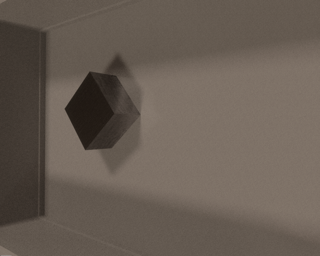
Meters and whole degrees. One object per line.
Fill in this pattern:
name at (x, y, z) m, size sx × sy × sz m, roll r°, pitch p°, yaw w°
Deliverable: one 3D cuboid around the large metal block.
large metal block at (-0.087, -0.024, 0.460) m, size 0.080 × 0.050 × 0.080 m, roll -47°, pitch 62°, yaw 29°
